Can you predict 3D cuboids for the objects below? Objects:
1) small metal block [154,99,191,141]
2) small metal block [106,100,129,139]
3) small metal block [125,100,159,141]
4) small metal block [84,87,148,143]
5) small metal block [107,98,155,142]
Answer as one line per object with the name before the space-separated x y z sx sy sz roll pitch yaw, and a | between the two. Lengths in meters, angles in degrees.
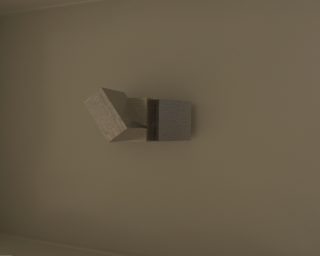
small metal block | 0.012 -0.009 0.389 0.025 0.050 0.050 1 90 54
small metal block | -0.057 -0.011 0.412 0.025 0.050 0.050 1 90 -14
small metal block | -0.022 -0.010 0.403 0.025 0.050 0.050 1 90 20
small metal block | -0.046 -0.013 0.331 0.025 0.050 0.050 -37 78 17
small metal block | -0.034 -0.010 0.367 0.050 0.025 0.050 1 90 20
